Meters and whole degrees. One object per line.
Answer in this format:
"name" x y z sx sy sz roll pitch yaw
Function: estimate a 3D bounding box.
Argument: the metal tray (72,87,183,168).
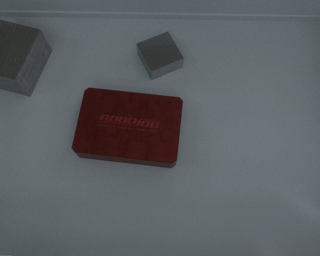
"metal tray" -0.040 -0.001 0.407 0.131 0.030 0.090 6 70 2

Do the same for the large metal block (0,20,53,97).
"large metal block" -0.210 -0.098 0.430 0.080 0.050 0.080 15 71 5

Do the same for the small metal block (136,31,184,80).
"small metal block" 0.000 -0.105 0.448 0.050 0.025 0.050 -24 72 -9
